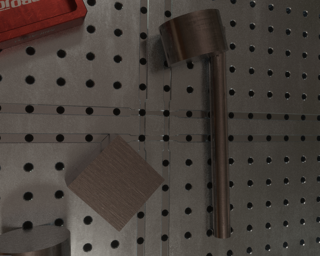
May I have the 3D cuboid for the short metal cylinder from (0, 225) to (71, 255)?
[{"bbox_3d":[-0.138,0.143,0.333,0.081,0.080,0.050,-2,91,-20],"label":"short metal cylinder"}]

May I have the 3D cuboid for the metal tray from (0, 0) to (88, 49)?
[{"bbox_3d":[-0.161,-0.147,0.350,0.131,0.030,0.090,-25,99,-19],"label":"metal tray"}]

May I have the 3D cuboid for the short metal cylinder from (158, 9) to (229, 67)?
[{"bbox_3d":[0.043,-0.114,0.400,0.081,0.080,0.050,-17,96,-20],"label":"short metal cylinder"}]

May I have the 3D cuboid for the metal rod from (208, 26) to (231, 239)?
[{"bbox_3d":[0.085,0.006,0.445,0.025,0.025,0.298,-2,91,-20],"label":"metal rod"}]

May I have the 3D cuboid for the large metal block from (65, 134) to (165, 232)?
[{"bbox_3d":[-0.056,0.063,0.380,0.080,0.050,0.080,46,75,-15],"label":"large metal block"}]
